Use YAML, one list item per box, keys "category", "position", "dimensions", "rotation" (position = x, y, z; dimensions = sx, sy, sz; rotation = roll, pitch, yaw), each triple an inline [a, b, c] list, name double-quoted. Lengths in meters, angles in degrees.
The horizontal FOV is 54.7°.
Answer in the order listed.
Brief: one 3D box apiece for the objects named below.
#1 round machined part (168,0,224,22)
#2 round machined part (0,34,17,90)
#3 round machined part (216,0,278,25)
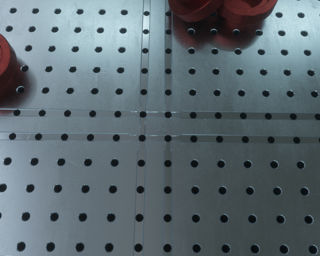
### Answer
- category: "round machined part"
  position: [0.050, -0.210, 0.454]
  dimensions: [0.098, 0.042, 0.098]
  rotation: [-15, 65, 35]
- category: "round machined part"
  position: [-0.249, -0.086, 0.431]
  dimensions: [0.099, 0.042, 0.098]
  rotation: [0, 70, -1]
- category: "round machined part"
  position: [0.128, -0.199, 0.477]
  dimensions: [0.099, 0.042, 0.098]
  rotation: [0, 70, -1]
